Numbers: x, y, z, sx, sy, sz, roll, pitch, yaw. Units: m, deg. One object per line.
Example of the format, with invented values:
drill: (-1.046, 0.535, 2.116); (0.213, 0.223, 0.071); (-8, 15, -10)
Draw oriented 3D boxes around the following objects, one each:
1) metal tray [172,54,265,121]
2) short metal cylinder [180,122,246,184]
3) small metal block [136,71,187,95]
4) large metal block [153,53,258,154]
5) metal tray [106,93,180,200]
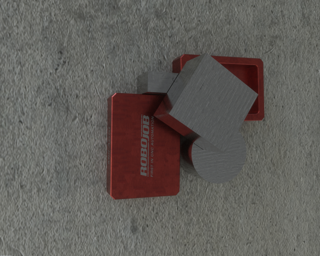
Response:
metal tray: (0.084, -0.054, 0.439); (0.131, 0.030, 0.089); (-2, 91, -20)
short metal cylinder: (0.069, 0.032, 0.422); (0.081, 0.050, 0.080); (0, 90, -20)
small metal block: (0.001, -0.055, 0.397); (0.050, 0.050, 0.025); (1, 90, -20)
large metal block: (0.053, -0.027, 0.362); (0.080, 0.050, 0.080); (34, 79, -17)
metal tray: (-0.021, 0.022, 0.401); (0.091, 0.030, 0.129); (1, 90, -20)
